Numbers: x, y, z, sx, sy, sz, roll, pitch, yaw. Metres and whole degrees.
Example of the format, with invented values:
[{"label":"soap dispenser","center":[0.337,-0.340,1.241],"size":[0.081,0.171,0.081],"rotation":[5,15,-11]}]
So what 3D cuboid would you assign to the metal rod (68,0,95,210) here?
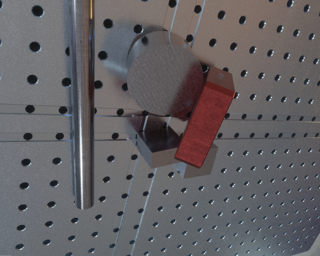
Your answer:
[{"label":"metal rod","center":[-0.086,-0.028,0.347],"size":[0.025,0.025,0.298],"rotation":[-8,122,-25]}]

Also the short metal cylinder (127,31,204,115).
[{"label":"short metal cylinder","center":[0.004,-0.061,0.345],"size":[0.081,0.050,0.079],"rotation":[-3,122,-5]}]

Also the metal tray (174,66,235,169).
[{"label":"metal tray","center":[0.055,-0.020,0.369],"size":[0.030,0.130,0.089],"rotation":[22,111,4]}]

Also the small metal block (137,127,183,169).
[{"label":"small metal block","center":[0.002,0.025,0.413],"size":[0.050,0.050,0.025],"rotation":[-10,123,-24]}]

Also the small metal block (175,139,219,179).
[{"label":"small metal block","center":[0.056,0.047,0.473],"size":[0.050,0.025,0.050],"rotation":[-4,120,-27]}]
